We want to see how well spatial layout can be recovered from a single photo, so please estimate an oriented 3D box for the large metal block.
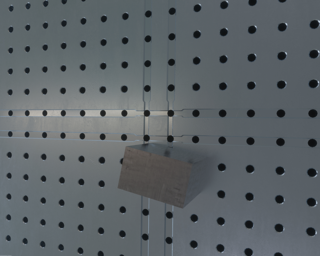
[{"bbox_3d":[0.007,0.054,0.381,0.080,0.080,0.050,13,95,19],"label":"large metal block"}]
